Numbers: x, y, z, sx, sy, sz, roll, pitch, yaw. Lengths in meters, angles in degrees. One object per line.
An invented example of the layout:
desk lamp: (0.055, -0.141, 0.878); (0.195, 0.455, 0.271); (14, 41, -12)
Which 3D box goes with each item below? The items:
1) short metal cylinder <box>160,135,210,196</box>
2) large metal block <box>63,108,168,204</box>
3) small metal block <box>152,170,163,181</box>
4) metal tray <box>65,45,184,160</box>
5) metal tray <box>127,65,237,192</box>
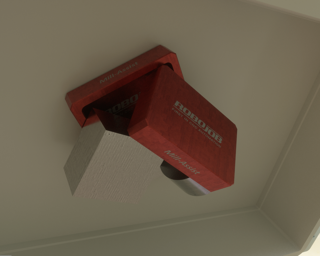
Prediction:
short metal cylinder: (0.047, 0.047, 0.428); (0.080, 0.080, 0.050); (-43, 130, 1)
large metal block: (-0.049, 0.033, 0.344); (0.081, 0.050, 0.080); (18, 109, -36)
small metal block: (-0.029, 0.052, 0.425); (0.050, 0.025, 0.050); (-26, 128, -13)
metal tray: (-0.032, -0.029, 0.369); (0.131, 0.030, 0.090); (-30, 129, -10)
metal tray: (0.033, 0.002, 0.347); (0.130, 0.090, 0.030); (37, 136, -25)
